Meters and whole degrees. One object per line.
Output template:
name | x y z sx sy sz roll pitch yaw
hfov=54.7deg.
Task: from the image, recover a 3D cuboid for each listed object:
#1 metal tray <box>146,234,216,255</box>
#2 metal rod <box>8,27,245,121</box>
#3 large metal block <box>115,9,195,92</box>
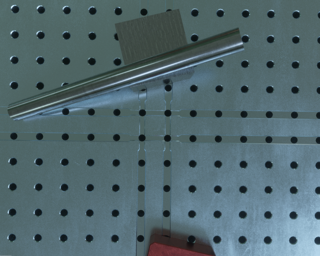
metal tray | 0.017 0.218 0.411 0.091 0.030 0.129 13 90 -1
metal rod | -0.054 -0.057 0.367 0.301 0.025 0.025 -14 90 18
large metal block | -0.007 -0.097 0.401 0.080 0.050 0.080 -14 90 -1
